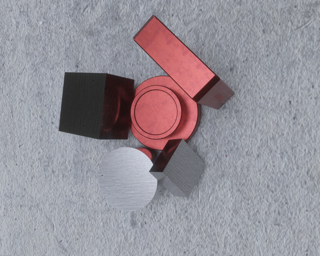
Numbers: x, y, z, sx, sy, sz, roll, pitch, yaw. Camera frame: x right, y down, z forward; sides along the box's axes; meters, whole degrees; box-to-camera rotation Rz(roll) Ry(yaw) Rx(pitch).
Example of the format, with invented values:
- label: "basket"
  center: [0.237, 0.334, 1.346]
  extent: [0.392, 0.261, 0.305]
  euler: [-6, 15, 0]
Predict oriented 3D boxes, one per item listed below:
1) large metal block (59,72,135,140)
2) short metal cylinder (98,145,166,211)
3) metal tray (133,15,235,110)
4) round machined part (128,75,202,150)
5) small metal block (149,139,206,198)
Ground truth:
- label: "large metal block"
  center: [-0.085, -0.030, 0.412]
  extent: [0.080, 0.050, 0.079]
  euler: [9, 93, 36]
- label: "short metal cylinder"
  center: [-0.033, 0.063, 0.408]
  extent: [0.080, 0.050, 0.079]
  euler: [0, 90, 19]
- label: "metal tray"
  center: [0.033, -0.065, 0.341]
  extent: [0.030, 0.130, 0.090]
  euler: [-46, 76, 14]
- label: "round machined part"
  center: [0.001, -0.020, 0.401]
  extent: [0.098, 0.042, 0.097]
  euler: [0, 90, 19]
- label: "small metal block"
  center: [0.022, 0.049, 0.377]
  extent: [0.025, 0.050, 0.050]
  euler: [-8, 131, 50]
